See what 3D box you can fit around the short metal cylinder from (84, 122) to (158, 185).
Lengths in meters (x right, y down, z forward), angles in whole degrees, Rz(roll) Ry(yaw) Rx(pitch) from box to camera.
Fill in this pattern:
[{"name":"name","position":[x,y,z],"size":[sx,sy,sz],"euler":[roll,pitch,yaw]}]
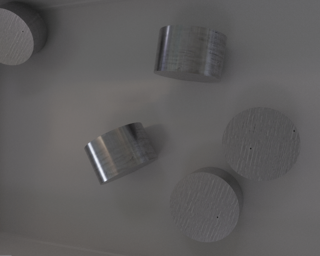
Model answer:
[{"name":"short metal cylinder","position":[-0.049,0.033,0.399],"size":[0.080,0.080,0.050],"euler":[-29,81,18]}]

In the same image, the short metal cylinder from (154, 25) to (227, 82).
[{"name":"short metal cylinder","position":[0.036,-0.085,0.369],"size":[0.080,0.080,0.050],"euler":[9,93,20]}]

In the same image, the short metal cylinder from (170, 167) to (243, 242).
[{"name":"short metal cylinder","position":[0.058,0.090,0.377],"size":[0.080,0.050,0.080],"euler":[0,90,20]}]

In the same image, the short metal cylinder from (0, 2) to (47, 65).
[{"name":"short metal cylinder","position":[-0.215,-0.139,0.454],"size":[0.080,0.050,0.079],"euler":[2,121,3]}]

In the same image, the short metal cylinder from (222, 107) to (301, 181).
[{"name":"short metal cylinder","position":[0.116,0.017,0.356],"size":[0.080,0.050,0.080],"euler":[0,90,20]}]
